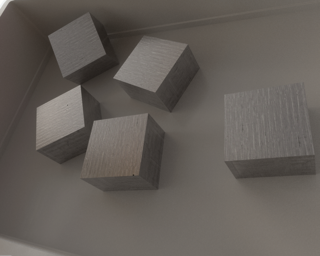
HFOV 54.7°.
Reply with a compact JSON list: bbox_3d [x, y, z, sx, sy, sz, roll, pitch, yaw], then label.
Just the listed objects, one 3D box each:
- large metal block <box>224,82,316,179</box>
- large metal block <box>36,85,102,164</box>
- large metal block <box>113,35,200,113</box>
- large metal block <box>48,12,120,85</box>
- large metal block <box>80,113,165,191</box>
[{"bbox_3d":[0.114,0.005,0.326,0.080,0.050,0.080,-7,59,24],"label":"large metal block"},{"bbox_3d":[-0.134,-0.005,0.460,0.080,0.050,0.080,-25,53,12],"label":"large metal block"},{"bbox_3d":[-0.004,-0.078,0.438,0.080,0.050,0.080,23,74,36],"label":"large metal block"},{"bbox_3d":[-0.126,-0.129,0.515,0.080,0.050,0.080,-26,77,12],"label":"large metal block"},{"bbox_3d":[-0.045,0.033,0.392,0.080,0.050,0.080,-7,59,24],"label":"large metal block"}]
